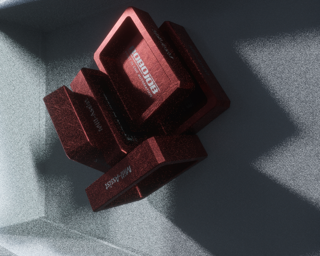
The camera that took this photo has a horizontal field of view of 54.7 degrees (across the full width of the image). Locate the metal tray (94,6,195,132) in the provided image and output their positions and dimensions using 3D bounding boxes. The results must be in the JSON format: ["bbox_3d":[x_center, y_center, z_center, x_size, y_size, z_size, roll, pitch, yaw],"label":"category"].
[{"bbox_3d":[-0.025,-0.071,0.380,0.090,0.030,0.130,-44,63,31],"label":"metal tray"}]

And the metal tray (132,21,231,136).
[{"bbox_3d":[0.017,-0.055,0.387,0.090,0.030,0.130,-42,64,33],"label":"metal tray"}]

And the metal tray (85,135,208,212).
[{"bbox_3d":[-0.017,0.055,0.375,0.130,0.091,0.030,-39,66,32],"label":"metal tray"}]

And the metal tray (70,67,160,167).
[{"bbox_3d":[-0.050,-0.016,0.400,0.030,0.091,0.130,-44,64,31],"label":"metal tray"}]

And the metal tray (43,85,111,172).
[{"bbox_3d":[-0.093,0.009,0.412,0.030,0.130,0.090,-31,67,3],"label":"metal tray"}]
